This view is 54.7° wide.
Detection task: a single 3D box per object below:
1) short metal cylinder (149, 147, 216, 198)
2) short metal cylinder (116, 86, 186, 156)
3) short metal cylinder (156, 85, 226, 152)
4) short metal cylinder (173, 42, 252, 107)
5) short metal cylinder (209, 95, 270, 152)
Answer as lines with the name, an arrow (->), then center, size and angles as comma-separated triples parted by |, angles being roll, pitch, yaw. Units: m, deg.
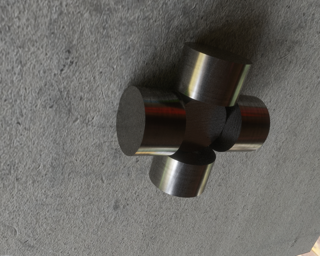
short metal cylinder -> 0.030, 0.049, 0.421 | 0.081, 0.080, 0.050 | 0, 118, -29
short metal cylinder -> -0.013, -0.007, 0.363 | 0.050, 0.080, 0.079 | 2, 118, -30
short metal cylinder -> 0.039, -0.015, 0.406 | 0.081, 0.050, 0.079 | -14, 125, -21
short metal cylinder -> 0.061, -0.065, 0.366 | 0.081, 0.080, 0.050 | 1, 118, -30
short metal cylinder -> 0.102, -0.007, 0.427 | 0.050, 0.080, 0.079 | 2, 118, -30
